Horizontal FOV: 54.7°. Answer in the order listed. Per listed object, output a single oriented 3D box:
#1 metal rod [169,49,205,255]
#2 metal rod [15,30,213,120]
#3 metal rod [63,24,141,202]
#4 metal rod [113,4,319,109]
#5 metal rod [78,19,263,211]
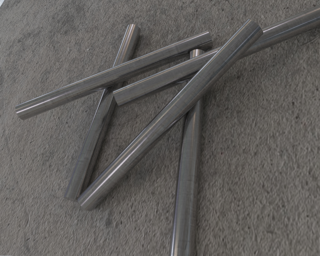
[{"bbox_3d":[0.036,0.028,0.368,0.025,0.025,0.299,-6,59,25],"label":"metal rod"},{"bbox_3d":[-0.069,-0.076,0.456,0.301,0.025,0.025,-21,53,4],"label":"metal rod"},{"bbox_3d":[-0.079,-0.037,0.468,0.025,0.025,0.300,1,62,28],"label":"metal rod"},{"bbox_3d":[0.084,-0.093,0.391,0.301,0.025,0.025,-22,53,5],"label":"metal rod"},{"bbox_3d":[0.008,-0.011,0.378,0.300,0.025,0.025,-46,51,7],"label":"metal rod"}]
